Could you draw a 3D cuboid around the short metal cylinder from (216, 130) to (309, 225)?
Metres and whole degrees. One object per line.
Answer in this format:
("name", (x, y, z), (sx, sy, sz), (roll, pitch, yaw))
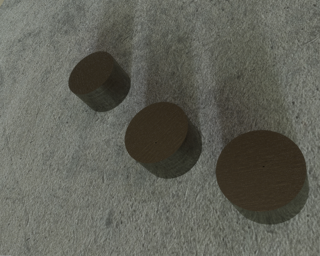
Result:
("short metal cylinder", (0.101, 0.049, 0.305), (0.080, 0.050, 0.080), (-13, 56, 21))

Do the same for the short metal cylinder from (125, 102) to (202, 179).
("short metal cylinder", (0.005, 0.015, 0.376), (0.080, 0.050, 0.080), (-13, 56, 21))

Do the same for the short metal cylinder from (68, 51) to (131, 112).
("short metal cylinder", (-0.093, -0.071, 0.481), (0.080, 0.050, 0.080), (-13, 56, 21))
